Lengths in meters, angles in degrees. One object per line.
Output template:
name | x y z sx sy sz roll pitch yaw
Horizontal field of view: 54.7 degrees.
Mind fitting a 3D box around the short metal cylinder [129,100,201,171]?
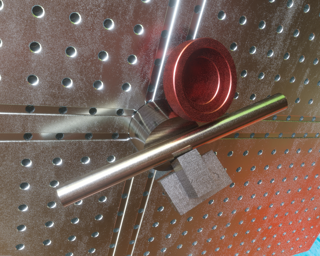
short metal cylinder | 0.006 0.009 0.405 0.081 0.050 0.079 -14 125 -21

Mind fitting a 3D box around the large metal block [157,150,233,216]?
large metal block | 0.045 0.077 0.439 0.080 0.050 0.080 -31 173 -9

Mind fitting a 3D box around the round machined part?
round machined part | 0.044 -0.057 0.375 0.099 0.042 0.097 -5 99 -34

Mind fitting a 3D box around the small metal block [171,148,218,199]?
small metal block | 0.040 0.056 0.374 0.025 0.050 0.050 -26 170 -12

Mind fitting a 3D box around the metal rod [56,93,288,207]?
metal rod | 0.027 0.019 0.374 0.302 0.025 0.025 -22 127 -16
